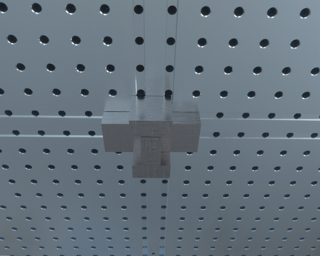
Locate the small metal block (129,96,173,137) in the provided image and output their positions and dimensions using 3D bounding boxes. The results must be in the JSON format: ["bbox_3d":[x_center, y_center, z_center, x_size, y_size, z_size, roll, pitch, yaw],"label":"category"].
[{"bbox_3d":[-0.011,-0.015,0.382,0.050,0.050,0.025,1,130,-1],"label":"small metal block"}]

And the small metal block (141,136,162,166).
[{"bbox_3d":[-0.011,0.014,0.406,0.025,0.050,0.050,1,130,-1],"label":"small metal block"}]

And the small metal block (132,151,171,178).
[{"bbox_3d":[-0.012,0.042,0.431,0.050,0.050,0.025,1,130,-1],"label":"small metal block"}]

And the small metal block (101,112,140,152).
[{"bbox_3d":[-0.049,0.006,0.415,0.050,0.025,0.050,0,130,-1],"label":"small metal block"}]

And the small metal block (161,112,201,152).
[{"bbox_3d":[0.026,0.006,0.417,0.050,0.025,0.050,1,130,-1],"label":"small metal block"}]
